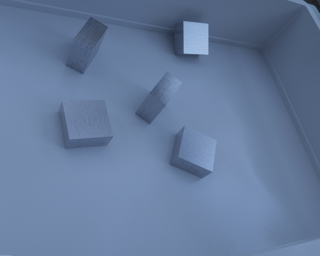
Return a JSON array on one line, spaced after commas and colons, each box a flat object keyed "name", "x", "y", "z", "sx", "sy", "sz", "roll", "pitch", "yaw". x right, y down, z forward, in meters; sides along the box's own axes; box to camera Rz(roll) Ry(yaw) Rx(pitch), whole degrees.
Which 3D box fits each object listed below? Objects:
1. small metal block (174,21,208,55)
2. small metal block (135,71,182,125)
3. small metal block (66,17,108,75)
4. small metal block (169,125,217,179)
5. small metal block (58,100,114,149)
[{"name": "small metal block", "x": 0.052, "y": -0.146, "z": 0.509, "sx": 0.050, "sy": 0.025, "sz": 0.050, "roll": -6, "pitch": 99, "yaw": -31}, {"name": "small metal block", "x": -0.002, "y": -0.040, "z": 0.414, "sx": 0.025, "sy": 0.050, "sz": 0.050, "roll": 37, "pitch": 51, "yaw": -4}, {"name": "small metal block", "x": -0.096, "y": -0.107, "z": 0.404, "sx": 0.025, "sy": 0.050, "sz": 0.050, "roll": 28, "pitch": 52, "yaw": -11}, {"name": "small metal block", "x": 0.045, "y": 0.032, "z": 0.412, "sx": 0.050, "sy": 0.025, "sz": 0.050, "roll": 25, "pitch": 53, "yaw": -13}, {"name": "small metal block", "x": -0.087, "y": -0.005, "z": 0.363, "sx": 0.050, "sy": 0.025, "sz": 0.050, "roll": -4, "pitch": 64, "yaw": -30}]
